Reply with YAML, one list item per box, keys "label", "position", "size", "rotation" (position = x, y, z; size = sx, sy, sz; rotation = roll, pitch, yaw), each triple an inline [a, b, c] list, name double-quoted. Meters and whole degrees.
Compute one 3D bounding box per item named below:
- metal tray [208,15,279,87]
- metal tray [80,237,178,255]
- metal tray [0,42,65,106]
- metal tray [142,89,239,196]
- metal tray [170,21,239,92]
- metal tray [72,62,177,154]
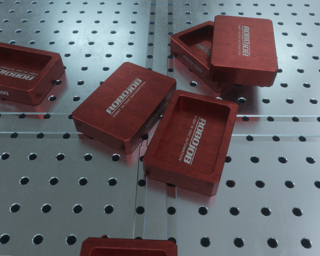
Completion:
- label: "metal tray"
  position: [0.123, -0.120, 0.466]
  size: [0.090, 0.030, 0.130]
  rotation: [7, 50, 6]
- label: "metal tray"
  position: [-0.031, 0.165, 0.265]
  size: [0.090, 0.030, 0.130]
  rotation: [2, 50, 1]
- label: "metal tray"
  position: [-0.227, -0.087, 0.476]
  size: [0.130, 0.030, 0.090]
  rotation: [13, 51, 10]
- label: "metal tray"
  position: [0.042, 0.012, 0.394]
  size: [0.090, 0.030, 0.130]
  rotation: [15, 52, 12]
- label: "metal tray"
  position: [0.089, -0.121, 0.506]
  size: [0.091, 0.030, 0.130]
  rotation: [-27, 55, -21]
- label: "metal tray"
  position: [-0.045, -0.034, 0.433]
  size: [0.090, 0.030, 0.130]
  rotation: [24, 54, 18]
